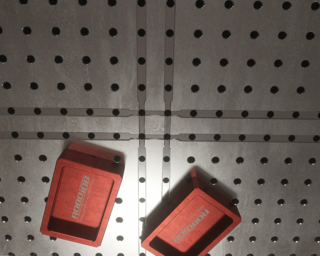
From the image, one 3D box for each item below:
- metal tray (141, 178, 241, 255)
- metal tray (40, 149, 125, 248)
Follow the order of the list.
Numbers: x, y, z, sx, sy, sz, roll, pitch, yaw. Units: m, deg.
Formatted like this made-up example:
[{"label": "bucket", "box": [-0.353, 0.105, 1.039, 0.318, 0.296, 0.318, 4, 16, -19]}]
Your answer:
[{"label": "metal tray", "box": [0.044, 0.148, 0.465, 0.090, 0.030, 0.130, 37, 106, -13]}, {"label": "metal tray", "box": [-0.112, 0.104, 0.447, 0.091, 0.030, 0.129, 17, 109, -7]}]
